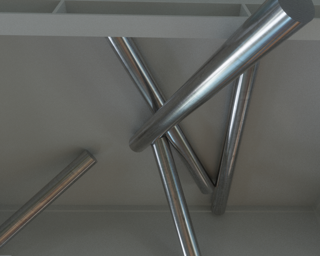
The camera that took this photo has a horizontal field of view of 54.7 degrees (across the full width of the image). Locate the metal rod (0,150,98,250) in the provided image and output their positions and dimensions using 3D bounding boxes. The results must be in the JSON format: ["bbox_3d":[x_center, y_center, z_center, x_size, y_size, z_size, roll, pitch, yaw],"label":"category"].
[{"bbox_3d":[-0.210,0.141,0.437,0.300,0.025,0.025,-42,123,-3],"label":"metal rod"}]

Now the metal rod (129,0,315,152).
[{"bbox_3d":[0.021,-0.022,0.298,0.025,0.025,0.299,18,157,-15],"label":"metal rod"}]

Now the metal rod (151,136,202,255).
[{"bbox_3d":[0.039,0.156,0.435,0.025,0.025,0.298,-15,94,12],"label":"metal rod"}]

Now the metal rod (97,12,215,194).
[{"bbox_3d":[0.011,-0.008,0.402,0.025,0.025,0.299,-20,128,16],"label":"metal rod"}]

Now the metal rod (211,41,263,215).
[{"bbox_3d":[0.099,0.025,0.431,0.025,0.025,0.298,0,130,0],"label":"metal rod"}]
